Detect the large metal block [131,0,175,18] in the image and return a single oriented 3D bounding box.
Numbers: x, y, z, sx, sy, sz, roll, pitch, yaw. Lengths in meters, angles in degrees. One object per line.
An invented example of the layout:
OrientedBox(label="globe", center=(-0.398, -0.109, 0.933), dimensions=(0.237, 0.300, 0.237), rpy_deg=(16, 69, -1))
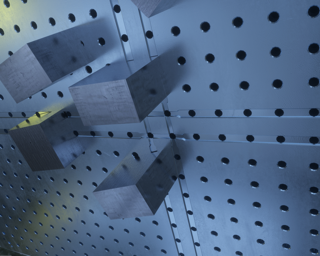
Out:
OrientedBox(label="large metal block", center=(-0.006, -0.168, 0.295), dimensions=(0.080, 0.050, 0.080), rpy_deg=(45, 129, -4))

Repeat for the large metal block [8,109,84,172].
OrientedBox(label="large metal block", center=(-0.185, 0.022, 0.507), dimensions=(0.080, 0.050, 0.080), rpy_deg=(-9, 114, 32))

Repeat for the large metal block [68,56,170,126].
OrientedBox(label="large metal block", center=(-0.046, -0.045, 0.373), dimensions=(0.080, 0.080, 0.050), rpy_deg=(-3, 117, 29))

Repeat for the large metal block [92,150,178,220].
OrientedBox(label="large metal block", center=(-0.034, 0.082, 0.445), dimensions=(0.080, 0.080, 0.050), rpy_deg=(-17, 110, 35))

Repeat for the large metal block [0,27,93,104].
OrientedBox(label="large metal block", center=(-0.151, -0.082, 0.405), dimensions=(0.080, 0.080, 0.050), rpy_deg=(-19, 108, 35))
